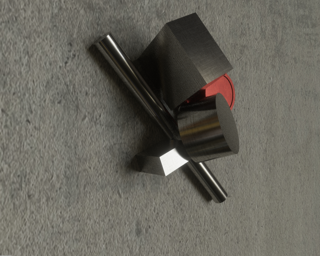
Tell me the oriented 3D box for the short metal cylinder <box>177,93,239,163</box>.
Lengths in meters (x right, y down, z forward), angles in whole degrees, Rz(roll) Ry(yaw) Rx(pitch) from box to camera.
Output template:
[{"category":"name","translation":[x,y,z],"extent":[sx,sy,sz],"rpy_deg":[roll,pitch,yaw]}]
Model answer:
[{"category":"short metal cylinder","translation":[0.063,0.000,0.397],"extent":[0.080,0.050,0.080],"rpy_deg":[43,39,-47]}]

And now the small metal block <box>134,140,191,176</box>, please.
[{"category":"small metal block","translation":[0.005,0.036,0.397],"extent":[0.050,0.050,0.025],"rpy_deg":[-27,107,-38]}]

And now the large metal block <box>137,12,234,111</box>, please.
[{"category":"large metal block","translation":[0.028,-0.079,0.382],"extent":[0.050,0.080,0.080],"rpy_deg":[-33,89,-34]}]

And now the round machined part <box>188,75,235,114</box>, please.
[{"category":"round machined part","translation":[0.074,-0.049,0.459],"extent":[0.099,0.042,0.097],"rpy_deg":[0,90,-40]}]

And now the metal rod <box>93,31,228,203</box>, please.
[{"category":"metal rod","translation":[0.015,0.003,0.421],"extent":[0.025,0.025,0.300],"rpy_deg":[-53,121,-27]}]
